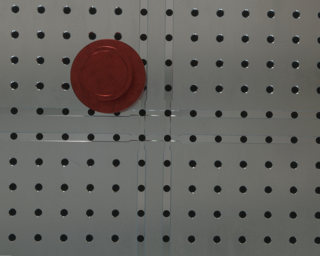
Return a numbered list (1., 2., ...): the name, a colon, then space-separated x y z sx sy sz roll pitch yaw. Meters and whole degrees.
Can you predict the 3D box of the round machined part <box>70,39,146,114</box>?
1. round machined part: -0.068 -0.068 0.404 0.099 0.042 0.097 0 90 -1
